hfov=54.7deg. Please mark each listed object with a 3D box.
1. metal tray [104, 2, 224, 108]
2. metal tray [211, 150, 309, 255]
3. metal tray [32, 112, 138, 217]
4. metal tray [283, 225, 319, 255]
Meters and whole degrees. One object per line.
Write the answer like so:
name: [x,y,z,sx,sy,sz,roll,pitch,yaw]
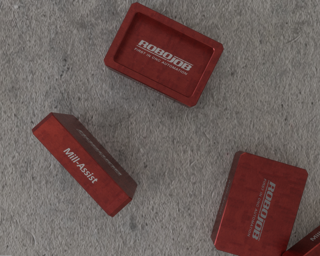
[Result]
metal tray: [0.005,-0.093,0.407,0.131,0.030,0.090,26,90,0]
metal tray: [0.129,0.104,0.408,0.090,0.030,0.129,16,90,0]
metal tray: [-0.085,0.040,0.376,0.030,0.090,0.130,-43,90,0]
metal tray: [0.231,0.168,0.393,0.131,0.030,0.090,-29,91,-15]
